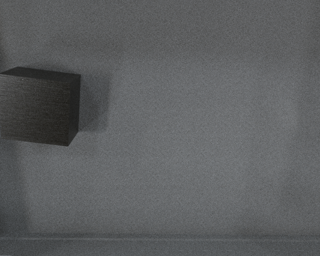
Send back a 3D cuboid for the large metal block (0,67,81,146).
[{"bbox_3d":[-0.147,-0.028,0.386,0.081,0.050,0.079,7,110,-3],"label":"large metal block"}]
